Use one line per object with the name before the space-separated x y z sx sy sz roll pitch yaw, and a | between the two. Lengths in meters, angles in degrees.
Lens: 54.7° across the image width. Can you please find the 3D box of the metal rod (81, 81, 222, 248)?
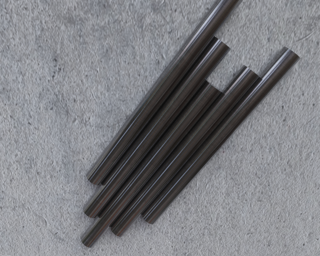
metal rod | -0.021 0.060 0.433 0.025 0.025 0.299 35 106 -12

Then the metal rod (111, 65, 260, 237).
metal rod | 0.025 0.041 0.426 0.025 0.025 0.299 35 106 -12

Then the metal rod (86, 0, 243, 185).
metal rod | -0.004 -0.041 0.396 0.025 0.025 0.299 35 106 -12

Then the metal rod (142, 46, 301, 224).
metal rod | 0.072 0.021 0.419 0.025 0.025 0.299 35 106 -12

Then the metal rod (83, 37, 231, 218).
metal rod | -0.013 0.010 0.415 0.025 0.025 0.299 35 106 -12
